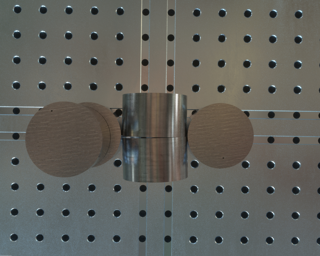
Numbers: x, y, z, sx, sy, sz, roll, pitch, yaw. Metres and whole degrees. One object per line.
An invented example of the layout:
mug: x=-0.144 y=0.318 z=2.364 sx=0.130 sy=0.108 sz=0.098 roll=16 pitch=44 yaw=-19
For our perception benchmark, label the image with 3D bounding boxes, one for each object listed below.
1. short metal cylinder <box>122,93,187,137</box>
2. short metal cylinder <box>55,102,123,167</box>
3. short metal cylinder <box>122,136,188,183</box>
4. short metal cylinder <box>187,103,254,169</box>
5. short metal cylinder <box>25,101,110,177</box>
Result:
short metal cylinder: x=-0.007 y=-0.015 z=0.386 sx=0.081 sy=0.080 sz=0.050 roll=1 pitch=91 yaw=0
short metal cylinder: x=-0.088 y=0.008 z=0.400 sx=0.081 sy=0.050 sz=0.079 roll=0 pitch=90 yaw=-1
short metal cylinder: x=-0.006 y=0.036 z=0.385 sx=0.081 sy=0.080 sz=0.050 roll=-1 pitch=90 yaw=0
short metal cylinder: x=0.074 y=0.009 z=0.401 sx=0.081 sy=0.050 sz=0.079 roll=0 pitch=90 yaw=-1
short metal cylinder: x=-0.100 y=0.012 z=0.348 sx=0.081 sy=0.050 sz=0.079 roll=0 pitch=90 yaw=0
